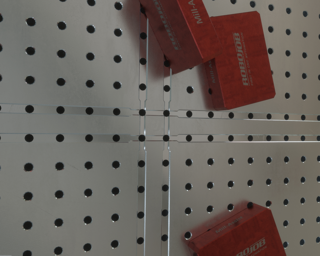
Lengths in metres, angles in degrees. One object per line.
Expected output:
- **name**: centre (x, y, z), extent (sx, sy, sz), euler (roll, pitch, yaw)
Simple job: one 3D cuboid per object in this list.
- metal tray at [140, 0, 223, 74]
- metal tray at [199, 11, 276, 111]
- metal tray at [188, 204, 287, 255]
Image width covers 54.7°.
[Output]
- **metal tray**: centre (0.020, -0.138, 0.386), extent (0.030, 0.090, 0.129), euler (-29, 100, -18)
- **metal tray**: centre (0.113, -0.098, 0.453), extent (0.091, 0.030, 0.129), euler (-15, 95, -20)
- **metal tray**: centre (0.116, 0.182, 0.455), extent (0.131, 0.030, 0.090), euler (-23, 98, -19)
